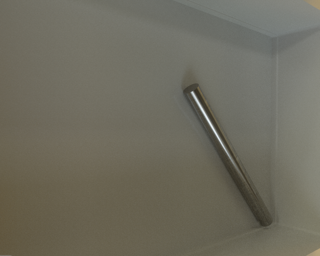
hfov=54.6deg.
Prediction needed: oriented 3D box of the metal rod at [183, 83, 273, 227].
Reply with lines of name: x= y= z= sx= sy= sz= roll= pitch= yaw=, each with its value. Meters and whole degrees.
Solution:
metal rod: x=0.119 y=0.057 z=0.504 sx=0.025 sy=0.025 sz=0.300 roll=-48 pitch=119 yaw=-29
